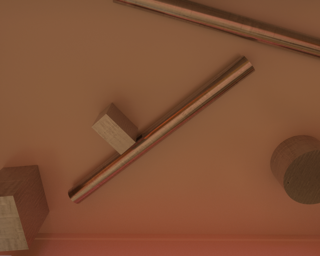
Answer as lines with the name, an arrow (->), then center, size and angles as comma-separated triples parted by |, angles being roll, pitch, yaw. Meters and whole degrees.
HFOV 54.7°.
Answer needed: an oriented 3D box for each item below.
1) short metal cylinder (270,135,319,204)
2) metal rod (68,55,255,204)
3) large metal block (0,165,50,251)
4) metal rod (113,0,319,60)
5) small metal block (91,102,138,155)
short metal cylinder -> 0.199, 0.056, 0.422 | 0.081, 0.050, 0.079 | 0, 110, -1
metal rod -> -0.006, 0.009, 0.414 | 0.300, 0.025, 0.025 | -37, 106, 12
large metal block -> -0.196, 0.106, 0.418 | 0.050, 0.080, 0.079 | -5, 110, 1
metal rod -> 0.095, -0.121, 0.368 | 0.302, 0.025, 0.025 | 14, 110, -6
small metal block -> -0.056, 0.000, 0.397 | 0.025, 0.050, 0.050 | -41, 106, 13
